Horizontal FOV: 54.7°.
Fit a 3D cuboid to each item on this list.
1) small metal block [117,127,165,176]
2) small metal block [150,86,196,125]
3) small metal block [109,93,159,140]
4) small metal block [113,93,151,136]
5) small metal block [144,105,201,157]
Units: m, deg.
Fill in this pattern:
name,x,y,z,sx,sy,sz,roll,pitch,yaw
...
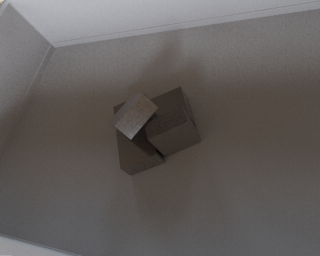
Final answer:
name,x,y,z,sx,sy,sz,roll,pitch,yaw
small metal block,-0.026,0.027,0.399,0.050,0.025,0.050,-22,54,14
small metal block,0.014,-0.020,0.407,0.050,0.025,0.050,-22,54,14
small metal block,-0.034,-0.016,0.382,0.050,0.025,0.050,-50,17,-8
small metal block,-0.034,-0.013,0.428,0.050,0.025,0.050,-22,54,14
small metal block,0.016,0.005,0.375,0.050,0.050,0.025,-25,53,12
